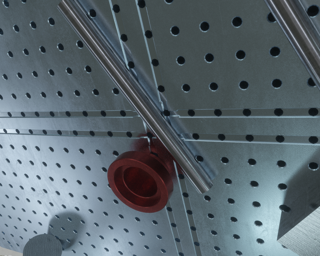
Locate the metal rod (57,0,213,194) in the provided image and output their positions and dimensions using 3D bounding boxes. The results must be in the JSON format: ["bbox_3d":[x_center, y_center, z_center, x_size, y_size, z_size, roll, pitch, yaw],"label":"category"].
[{"bbox_3d":[-0.026,-0.035,0.402,0.025,0.025,0.300,-29,103,38],"label":"metal rod"}]

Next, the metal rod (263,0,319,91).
[{"bbox_3d":[0.121,-0.101,0.284,0.025,0.025,0.299,-29,103,37],"label":"metal rod"}]

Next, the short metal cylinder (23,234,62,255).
[{"bbox_3d":[-0.263,0.286,0.692,0.080,0.080,0.050,30,128,9],"label":"short metal cylinder"}]

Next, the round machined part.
[{"bbox_3d":[-0.025,0.074,0.460,0.098,0.042,0.097,13,124,21],"label":"round machined part"}]

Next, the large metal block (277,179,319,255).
[{"bbox_3d":[0.199,0.118,0.363,0.080,0.050,0.079,32,129,7],"label":"large metal block"}]
